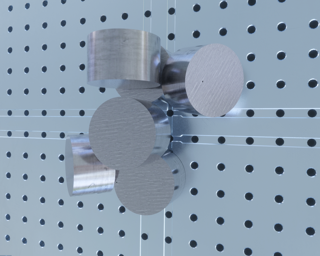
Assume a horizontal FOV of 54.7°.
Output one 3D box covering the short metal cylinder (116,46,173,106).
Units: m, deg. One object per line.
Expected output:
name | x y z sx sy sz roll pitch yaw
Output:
short metal cylinder | -0.015 -0.069 0.404 0.080 0.050 0.079 0 91 20

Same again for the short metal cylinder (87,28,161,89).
short metal cylinder | -0.040 -0.073 0.343 0.080 0.080 0.050 1 90 20

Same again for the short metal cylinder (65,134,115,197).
short metal cylinder | -0.095 0.048 0.411 0.050 0.080 0.080 -2 89 -24

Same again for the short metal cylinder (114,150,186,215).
short metal cylinder | -0.012 0.067 0.403 0.080 0.050 0.079 0 91 19

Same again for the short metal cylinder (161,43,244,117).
short metal cylinder | 0.049 -0.055 0.359 0.050 0.081 0.079 16 97 60

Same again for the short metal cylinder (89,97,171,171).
short metal cylinder | -0.033 0.006 0.357 0.080 0.050 0.079 0 90 20
